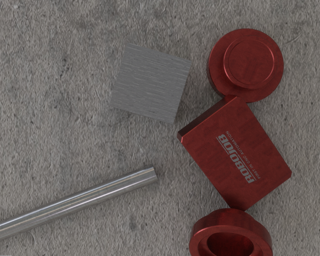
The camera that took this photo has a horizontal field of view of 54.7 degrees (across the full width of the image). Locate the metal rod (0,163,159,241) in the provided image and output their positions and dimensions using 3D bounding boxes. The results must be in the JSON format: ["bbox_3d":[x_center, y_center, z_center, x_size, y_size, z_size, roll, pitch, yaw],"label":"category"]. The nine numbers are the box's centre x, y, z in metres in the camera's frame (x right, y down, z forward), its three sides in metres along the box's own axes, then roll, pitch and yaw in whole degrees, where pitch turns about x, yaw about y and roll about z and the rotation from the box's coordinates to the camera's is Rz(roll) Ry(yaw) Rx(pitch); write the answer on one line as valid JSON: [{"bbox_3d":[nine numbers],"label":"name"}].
[{"bbox_3d":[-0.147,0.112,0.408,0.301,0.025,0.025,-21,90,0],"label":"metal rod"}]

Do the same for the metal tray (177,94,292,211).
[{"bbox_3d":[0.095,0.034,0.393,0.090,0.030,0.130,-37,104,0],"label":"metal tray"}]

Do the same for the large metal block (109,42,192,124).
[{"bbox_3d":[-0.011,-0.054,0.397,0.080,0.050,0.080,16,90,0],"label":"large metal block"}]

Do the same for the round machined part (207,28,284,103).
[{"bbox_3d":[0.113,-0.081,0.402,0.099,0.042,0.097,0,90,0],"label":"round machined part"}]

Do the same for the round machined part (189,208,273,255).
[{"bbox_3d":[0.088,0.139,0.387,0.098,0.042,0.097,7,124,10],"label":"round machined part"}]
